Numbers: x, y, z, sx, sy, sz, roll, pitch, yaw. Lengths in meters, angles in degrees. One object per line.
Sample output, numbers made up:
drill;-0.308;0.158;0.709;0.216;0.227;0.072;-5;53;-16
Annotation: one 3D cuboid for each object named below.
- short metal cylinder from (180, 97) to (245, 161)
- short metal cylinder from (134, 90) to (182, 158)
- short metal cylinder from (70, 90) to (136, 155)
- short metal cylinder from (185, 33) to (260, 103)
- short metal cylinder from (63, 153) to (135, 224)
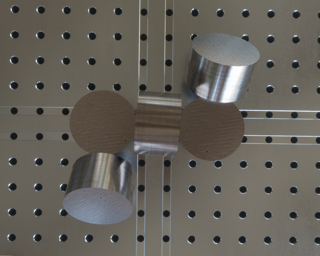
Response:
short metal cylinder;0.063;0.000;0.401;0.081;0.050;0.079;0;90;-1
short metal cylinder;-0.003;-0.005;0.386;0.050;0.080;0.079;5;90;0
short metal cylinder;-0.069;-0.006;0.399;0.081;0.050;0.079;0;90;-1
short metal cylinder;0.074;-0.075;0.380;0.081;0.080;0.050;9;132;-1
short metal cylinder;-0.072;0.075;0.379;0.081;0.050;0.079;0;134;1
